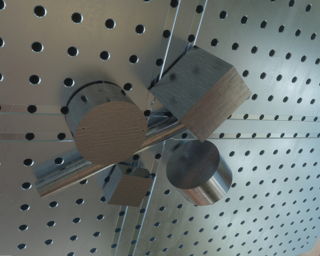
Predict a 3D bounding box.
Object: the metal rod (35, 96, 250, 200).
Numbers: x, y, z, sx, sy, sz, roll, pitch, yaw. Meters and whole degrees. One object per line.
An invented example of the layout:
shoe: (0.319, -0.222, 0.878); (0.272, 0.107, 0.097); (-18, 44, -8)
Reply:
metal rod: (-0.013, 0.012, 0.407); (0.302, 0.025, 0.025); (-26, 128, -13)

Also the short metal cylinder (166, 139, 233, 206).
short metal cylinder: (0.056, 0.063, 0.441); (0.080, 0.080, 0.050); (-40, 130, -1)

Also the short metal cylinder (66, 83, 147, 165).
short metal cylinder: (-0.061, -0.005, 0.354); (0.081, 0.050, 0.079); (-14, 124, -21)

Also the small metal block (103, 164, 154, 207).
small metal block: (-0.044, 0.081, 0.433); (0.050, 0.025, 0.050); (16, 110, -35)

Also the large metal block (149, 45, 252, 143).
large metal block: (0.046, -0.043, 0.370); (0.080, 0.080, 0.050); (-45, 129, 3)
